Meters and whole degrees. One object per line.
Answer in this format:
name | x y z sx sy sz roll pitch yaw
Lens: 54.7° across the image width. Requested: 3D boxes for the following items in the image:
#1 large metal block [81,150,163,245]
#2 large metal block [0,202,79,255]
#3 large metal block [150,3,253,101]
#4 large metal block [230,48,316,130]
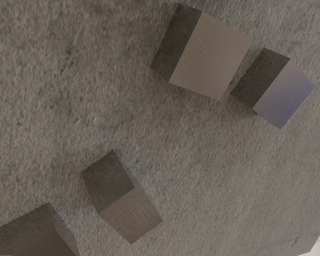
large metal block | -0.049 0.088 0.400 0.050 0.080 0.080 -35 129 -5
large metal block | -0.160 0.156 0.401 0.080 0.050 0.080 -27 128 -12
large metal block | 0.048 -0.087 0.364 0.081 0.050 0.080 14 111 -34
large metal block | 0.163 -0.055 0.448 0.080 0.050 0.080 27 103 -38
